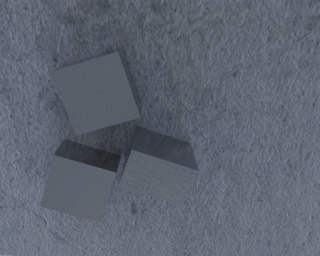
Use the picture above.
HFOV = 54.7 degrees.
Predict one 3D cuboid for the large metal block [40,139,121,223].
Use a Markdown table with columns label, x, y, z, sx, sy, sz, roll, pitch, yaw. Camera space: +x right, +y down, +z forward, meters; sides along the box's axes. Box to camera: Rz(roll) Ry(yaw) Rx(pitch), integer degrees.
| label | x | y | z | sx | sy | sz | roll | pitch | yaw |
| --- | --- | --- | --- | --- | --- | --- | --- | --- | --- |
| large metal block | -0.106 | 0.071 | 0.421 | 0.080 | 0.050 | 0.079 | 17 | 109 | -7 |

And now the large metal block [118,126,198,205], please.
| label | x | y | z | sx | sy | sz | roll | pitch | yaw |
| --- | --- | --- | --- | --- | --- | --- | --- | --- | --- |
| large metal block | -0.003 | 0.045 | 0.397 | 0.080 | 0.080 | 0.050 | 19 | 109 | -7 |

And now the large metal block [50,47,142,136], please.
| label | x | y | z | sx | sy | sz | roll | pitch | yaw |
| --- | --- | --- | --- | --- | --- | --- | --- | --- | --- |
| large metal block | -0.073 | -0.046 | 0.379 | 0.080 | 0.050 | 0.080 | -16 | 110 | 5 |
